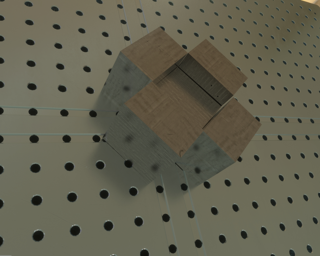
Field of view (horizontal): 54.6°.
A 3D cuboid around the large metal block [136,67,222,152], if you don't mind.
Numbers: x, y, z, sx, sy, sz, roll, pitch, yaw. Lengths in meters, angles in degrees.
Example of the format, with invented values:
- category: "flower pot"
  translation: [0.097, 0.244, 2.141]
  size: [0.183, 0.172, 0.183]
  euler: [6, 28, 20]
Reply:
- category: "large metal block"
  translation: [0.021, -0.022, 0.415]
  size: [0.080, 0.050, 0.080]
  euler: [43, 53, 3]

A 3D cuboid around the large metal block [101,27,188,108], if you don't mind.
- category: "large metal block"
  translation: [-0.021, -0.073, 0.406]
  size: [0.050, 0.080, 0.080]
  euler: [44, 51, 2]

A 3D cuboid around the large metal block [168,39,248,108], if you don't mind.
- category: "large metal block"
  translation: [0.062, -0.065, 0.445]
  size: [0.080, 0.080, 0.050]
  euler: [44, 51, 1]

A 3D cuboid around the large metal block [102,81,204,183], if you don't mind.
- category: "large metal block"
  translation: [-0.011, 0.007, 0.362]
  size: [0.080, 0.080, 0.050]
  euler: [44, 51, 1]

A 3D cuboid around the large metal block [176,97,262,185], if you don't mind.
- category: "large metal block"
  translation: [0.073, 0.018, 0.402]
  size: [0.050, 0.080, 0.080]
  euler: [45, 51, 3]
